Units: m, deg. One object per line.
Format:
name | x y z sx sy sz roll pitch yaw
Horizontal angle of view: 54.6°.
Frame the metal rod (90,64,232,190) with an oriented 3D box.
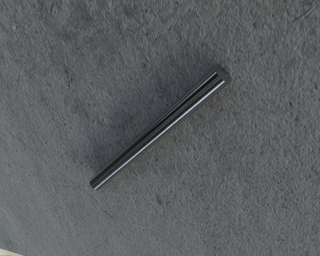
metal rod | -0.019 0.017 0.430 0.025 0.025 0.299 46 129 -4
